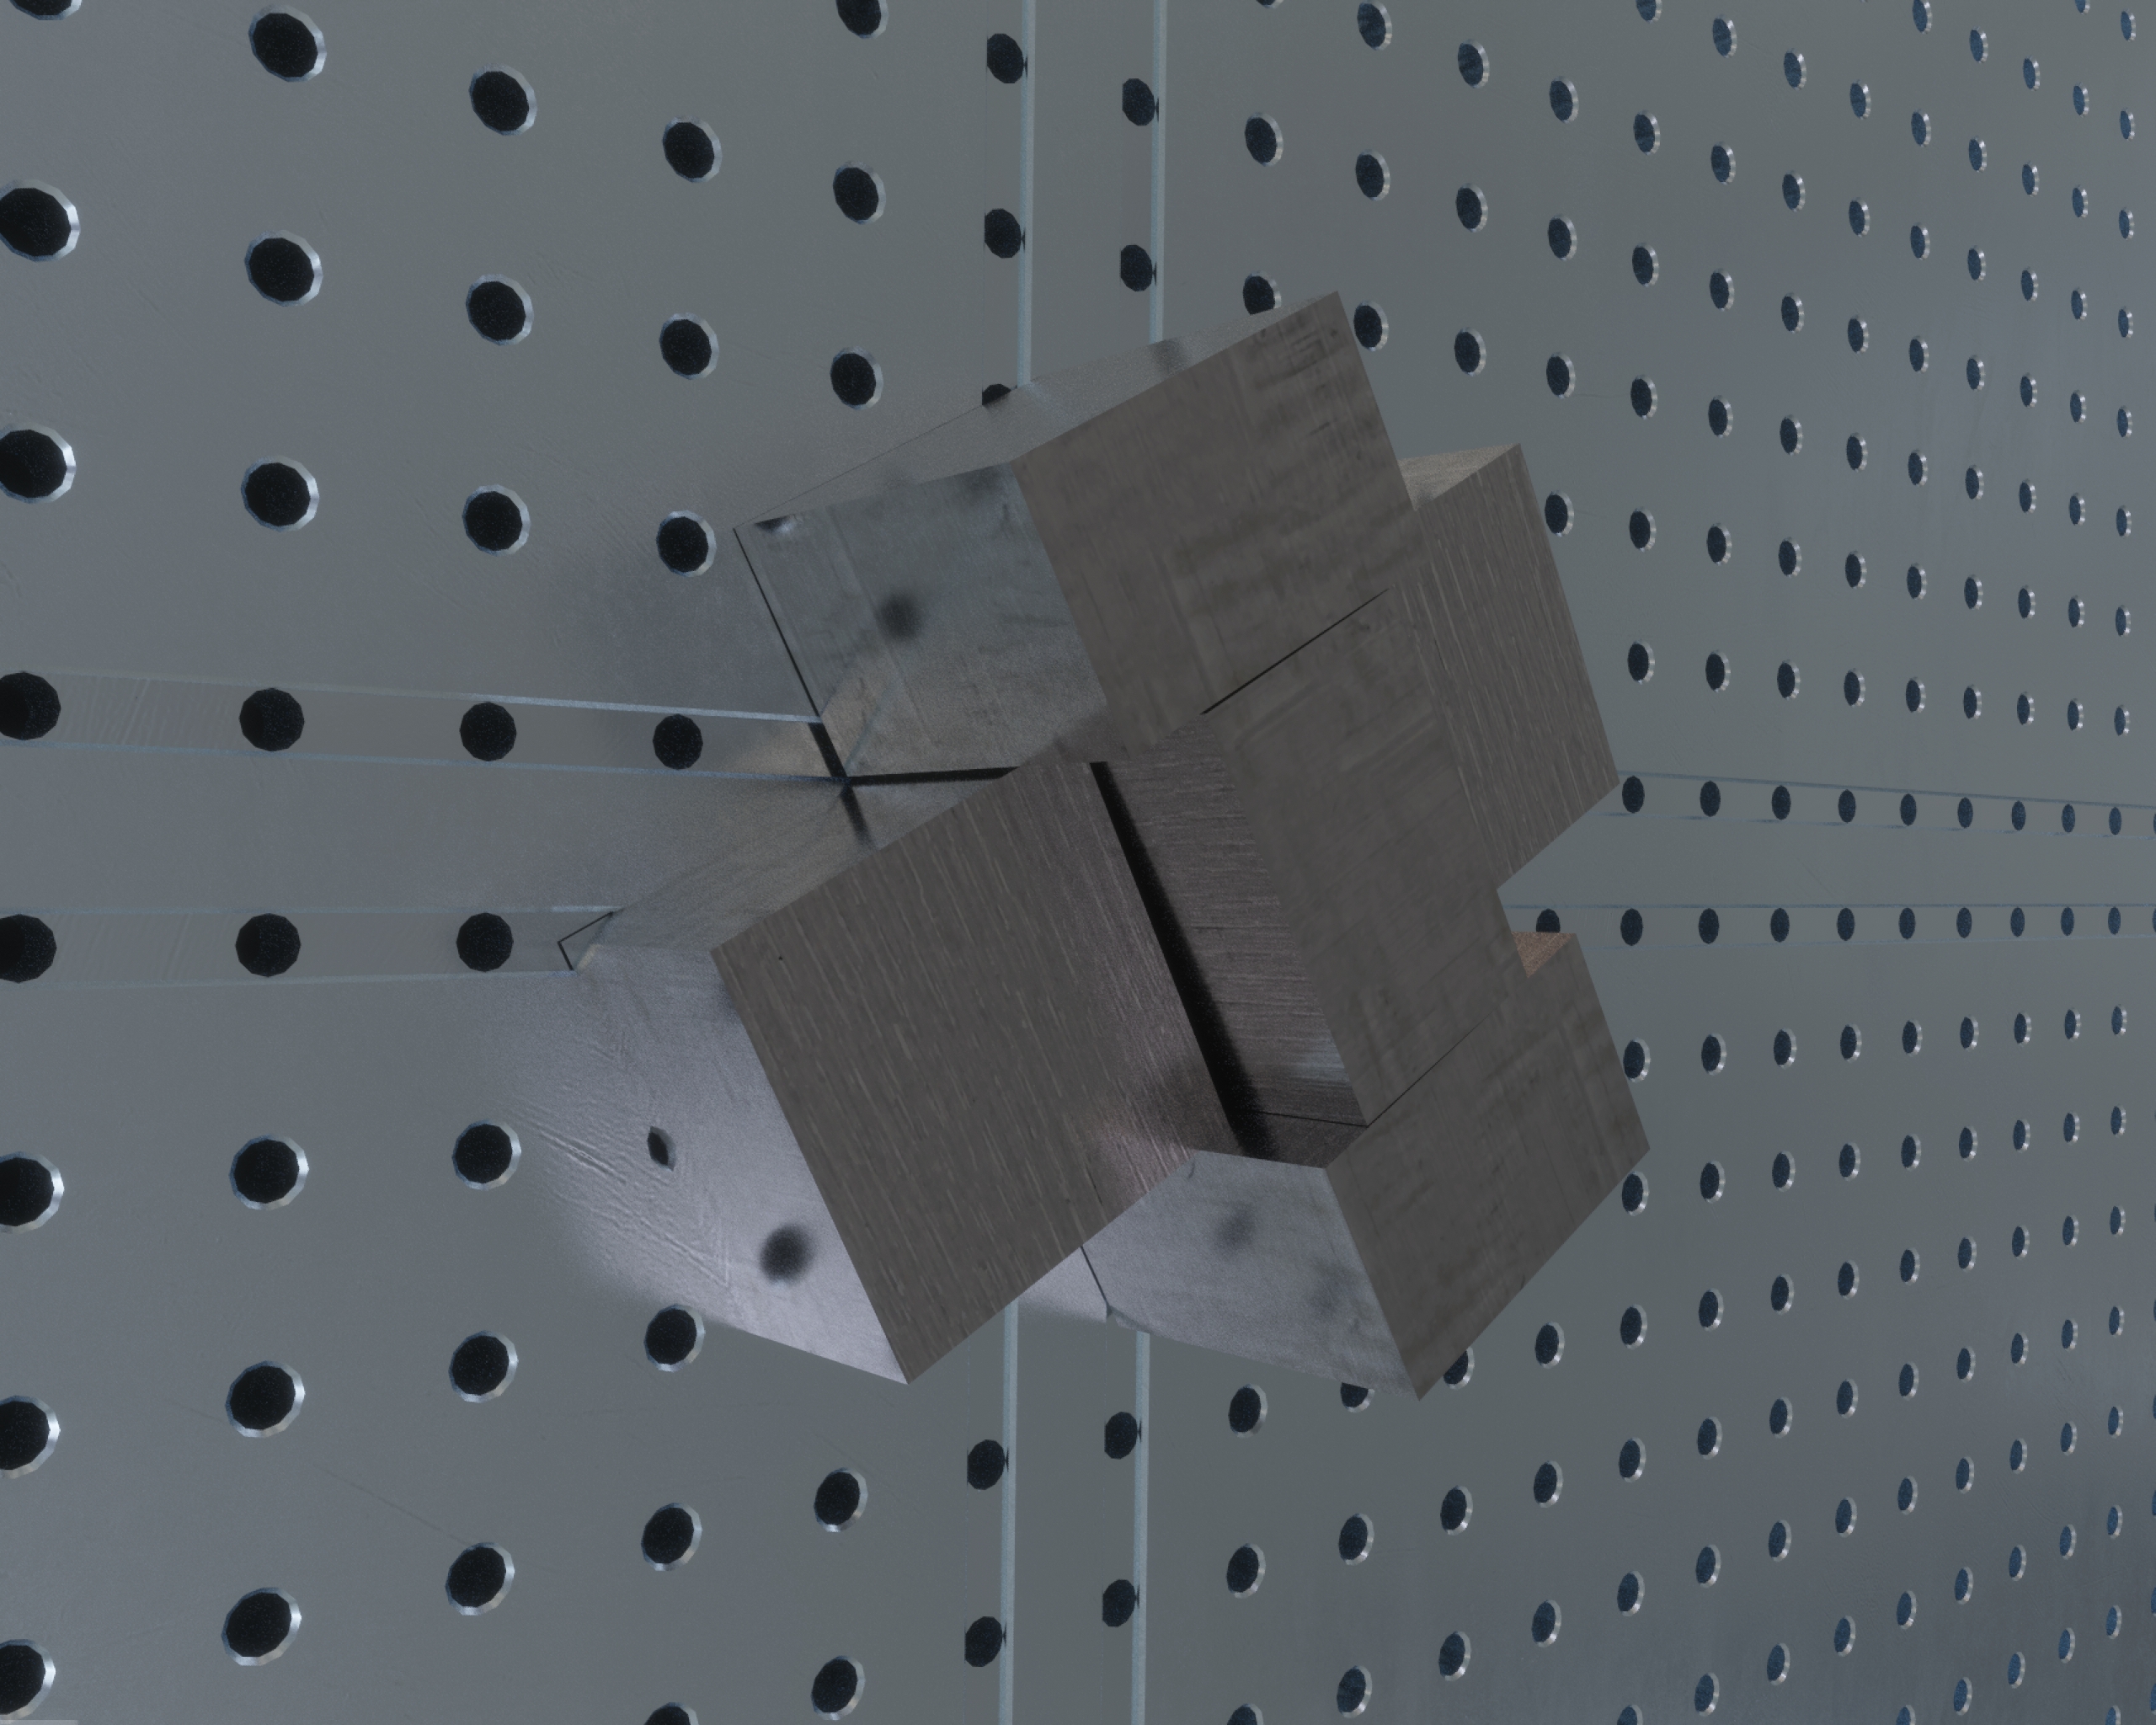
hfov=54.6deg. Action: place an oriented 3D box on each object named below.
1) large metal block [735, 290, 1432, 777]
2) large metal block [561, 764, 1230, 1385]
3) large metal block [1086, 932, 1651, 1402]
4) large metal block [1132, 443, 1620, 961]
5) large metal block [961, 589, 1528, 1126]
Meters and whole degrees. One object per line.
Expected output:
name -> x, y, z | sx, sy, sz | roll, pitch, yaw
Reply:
large metal block -> 0.001, -0.057, 0.372 | 0.080, 0.080, 0.050 | -35, 111, -34
large metal block -> -0.030, 0.031, 0.368 | 0.080, 0.050, 0.080 | -33, 110, -35
large metal block -> 0.052, 0.055, 0.416 | 0.080, 0.080, 0.050 | -36, 112, -35
large metal block -> 0.062, -0.034, 0.443 | 0.080, 0.050, 0.080 | -36, 114, -34
large metal block -> 0.027, -0.001, 0.395 | 0.050, 0.080, 0.080 | -36, 112, -34
